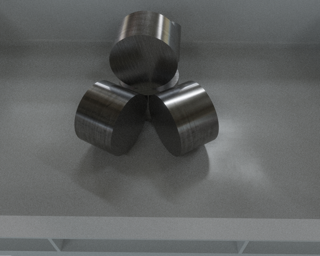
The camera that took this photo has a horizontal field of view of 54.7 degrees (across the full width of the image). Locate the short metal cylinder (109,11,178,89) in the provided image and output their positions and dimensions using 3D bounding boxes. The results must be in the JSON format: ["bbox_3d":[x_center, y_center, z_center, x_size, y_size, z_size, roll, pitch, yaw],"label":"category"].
[{"bbox_3d":[-0.018,-0.094,0.381,0.080,0.080,0.050,2,50,2],"label":"short metal cylinder"}]

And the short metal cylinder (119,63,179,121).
[{"bbox_3d":[-0.015,-0.056,0.432,0.080,0.050,0.080,0,50,0],"label":"short metal cylinder"}]

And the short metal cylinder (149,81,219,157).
[{"bbox_3d":[0.027,-0.012,0.377,0.050,0.080,0.080,-23,54,-17],"label":"short metal cylinder"}]

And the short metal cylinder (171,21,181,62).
[{"bbox_3d":[-0.009,-0.128,0.466,0.080,0.080,0.050,3,93,2],"label":"short metal cylinder"}]

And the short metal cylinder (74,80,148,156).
[{"bbox_3d":[-0.057,-0.012,0.377,0.050,0.080,0.080,23,54,18],"label":"short metal cylinder"}]
